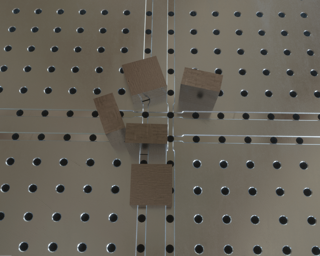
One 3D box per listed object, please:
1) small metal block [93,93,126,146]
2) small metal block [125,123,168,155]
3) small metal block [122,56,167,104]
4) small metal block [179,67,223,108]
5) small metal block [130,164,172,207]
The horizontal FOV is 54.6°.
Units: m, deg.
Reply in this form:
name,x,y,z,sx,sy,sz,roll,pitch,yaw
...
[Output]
name,x,y,z,sx,sy,sz,roll,pitch,yaw
small metal block,-0.062,-0.010,0.402,0.025,0.050,0.050,-20,71,-7
small metal block,-0.016,0.015,0.393,0.050,0.050,0.025,2,70,1
small metal block,-0.022,-0.068,0.437,0.050,0.025,0.050,-17,71,-6
small metal block,0.054,-0.054,0.418,0.050,0.050,0.025,13,71,4
small metal block,-0.010,0.072,0.386,0.050,0.025,0.050,1,70,0
